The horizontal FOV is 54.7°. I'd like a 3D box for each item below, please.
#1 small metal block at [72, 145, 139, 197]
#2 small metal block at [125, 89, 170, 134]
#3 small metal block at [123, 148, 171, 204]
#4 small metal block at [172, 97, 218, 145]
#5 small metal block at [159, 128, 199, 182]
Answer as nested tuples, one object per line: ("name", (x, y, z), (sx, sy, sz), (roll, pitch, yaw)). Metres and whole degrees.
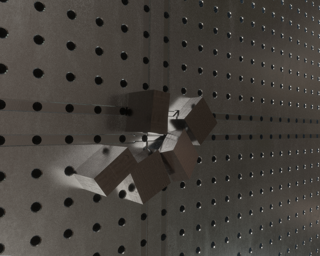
("small metal block", (-0.061, 0.045, 0.344), (0.050, 0.050, 0.025), (-44, 117, -31))
("small metal block", (-0.016, -0.019, 0.382), (0.025, 0.050, 0.050), (8, 85, -40))
("small metal block", (-0.019, 0.060, 0.395), (0.050, 0.025, 0.050), (-32, 110, -35))
("small metal block", (0.052, -0.010, 0.455), (0.050, 0.025, 0.050), (-49, 119, -29))
("small metal block", (0.026, 0.036, 0.422), (0.050, 0.025, 0.050), (61, 34, -23))
